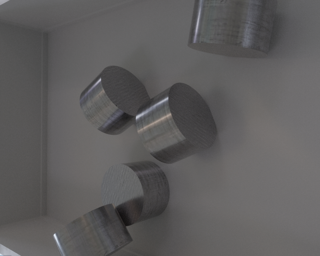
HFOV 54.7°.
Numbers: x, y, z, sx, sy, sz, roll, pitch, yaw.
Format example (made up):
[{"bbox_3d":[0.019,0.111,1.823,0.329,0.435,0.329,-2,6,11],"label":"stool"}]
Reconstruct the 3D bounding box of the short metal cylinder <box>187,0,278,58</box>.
[{"bbox_3d":[0.072,-0.103,0.312,0.080,0.081,0.050,15,100,39],"label":"short metal cylinder"}]

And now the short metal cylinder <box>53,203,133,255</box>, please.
[{"bbox_3d":[-0.080,0.134,0.373,0.080,0.081,0.050,-43,70,32],"label":"short metal cylinder"}]

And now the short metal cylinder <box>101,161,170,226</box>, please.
[{"bbox_3d":[-0.034,0.086,0.419,0.080,0.050,0.080,0,90,40],"label":"short metal cylinder"}]

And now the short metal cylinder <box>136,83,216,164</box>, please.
[{"bbox_3d":[0.019,-0.005,0.355,0.050,0.081,0.080,-29,72,36],"label":"short metal cylinder"}]

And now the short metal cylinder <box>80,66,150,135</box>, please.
[{"bbox_3d":[-0.060,-0.037,0.421,0.050,0.081,0.080,-36,68,34],"label":"short metal cylinder"}]
